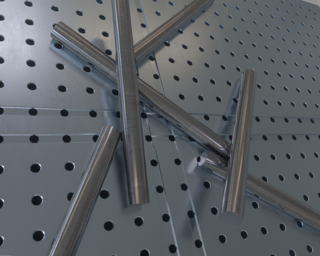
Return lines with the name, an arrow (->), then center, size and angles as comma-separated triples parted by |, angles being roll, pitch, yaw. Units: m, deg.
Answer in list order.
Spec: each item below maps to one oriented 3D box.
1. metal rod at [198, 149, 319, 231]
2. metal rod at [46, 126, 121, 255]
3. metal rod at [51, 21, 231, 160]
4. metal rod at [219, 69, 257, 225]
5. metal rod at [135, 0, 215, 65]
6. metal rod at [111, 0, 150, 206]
metal rod -> 0.188, 0.111, 0.440 | 0.301, 0.025, 0.025 | 29, 52, -10
metal rod -> -0.092, 0.121, 0.284 | 0.025, 0.025, 0.300 | 26, 53, -12
metal rod -> -0.016, -0.045, 0.426 | 0.301, 0.025, 0.025 | 35, 51, -5
metal rod -> 0.118, 0.002, 0.442 | 0.025, 0.025, 0.301 | 32, 43, -8
metal rod -> 0.033, -0.186, 0.538 | 0.025, 0.025, 0.301 | 41, 51, 0
metal rod -> -0.041, -0.056, 0.391 | 0.025, 0.025, 0.299 | 3, 69, -27
